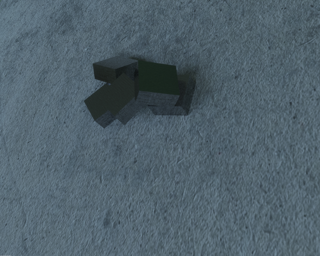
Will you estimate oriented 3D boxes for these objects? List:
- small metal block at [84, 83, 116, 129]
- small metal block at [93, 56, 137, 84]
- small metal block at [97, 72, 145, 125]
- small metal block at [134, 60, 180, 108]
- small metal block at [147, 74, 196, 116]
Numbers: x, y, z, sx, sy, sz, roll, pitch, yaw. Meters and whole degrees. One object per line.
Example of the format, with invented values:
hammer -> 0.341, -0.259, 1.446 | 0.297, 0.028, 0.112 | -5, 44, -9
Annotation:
small metal block -> -0.080, -0.035, 0.467 | 0.050, 0.025, 0.050 | -38, 51, 2
small metal block -> -0.067, -0.090, 0.479 | 0.050, 0.025, 0.050 | 20, 36, 35
small metal block -> -0.049, -0.040, 0.421 | 0.050, 0.025, 0.050 | -44, 51, -3
small metal block -> -0.005, -0.056, 0.393 | 0.050, 0.025, 0.050 | 5, 56, -15
small metal block -> 0.017, -0.044, 0.423 | 0.050, 0.025, 0.050 | 2, 63, 29
